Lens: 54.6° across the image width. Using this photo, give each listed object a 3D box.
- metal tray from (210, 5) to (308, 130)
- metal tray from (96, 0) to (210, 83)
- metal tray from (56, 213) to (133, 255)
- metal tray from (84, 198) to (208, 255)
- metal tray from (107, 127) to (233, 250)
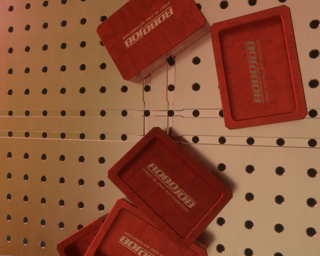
[{"bbox_3d":[0.116,-0.068,0.369,0.090,0.030,0.129,-9,87,19],"label":"metal tray"},{"bbox_3d":[-0.011,-0.132,0.414,0.130,0.030,0.090,-33,80,17],"label":"metal tray"},{"bbox_3d":[-0.079,0.200,0.438,0.090,0.030,0.130,-35,79,16],"label":"metal tray"},{"bbox_3d":[-0.017,0.159,0.395,0.130,0.030,0.090,29,84,9],"label":"metal tray"},{"bbox_3d":[0.011,0.072,0.385,0.130,0.030,0.090,41,74,15],"label":"metal tray"}]
